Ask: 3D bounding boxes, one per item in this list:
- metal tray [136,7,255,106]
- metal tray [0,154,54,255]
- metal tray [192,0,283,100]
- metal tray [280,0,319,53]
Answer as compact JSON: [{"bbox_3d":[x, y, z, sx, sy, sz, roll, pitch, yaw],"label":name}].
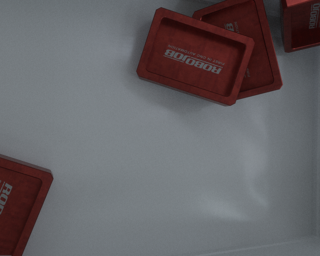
[{"bbox_3d":[0.045,-0.089,0.400,0.131,0.030,0.090,18,91,-3],"label":"metal tray"},{"bbox_3d":[-0.185,0.096,0.339,0.091,0.030,0.130,23,82,-19],"label":"metal tray"},{"bbox_3d":[0.105,-0.106,0.421,0.090,0.030,0.129,-14,97,19],"label":"metal tray"},{"bbox_3d":[0.213,-0.152,0.419,0.090,0.130,0.030,-10,74,20],"label":"metal tray"}]
